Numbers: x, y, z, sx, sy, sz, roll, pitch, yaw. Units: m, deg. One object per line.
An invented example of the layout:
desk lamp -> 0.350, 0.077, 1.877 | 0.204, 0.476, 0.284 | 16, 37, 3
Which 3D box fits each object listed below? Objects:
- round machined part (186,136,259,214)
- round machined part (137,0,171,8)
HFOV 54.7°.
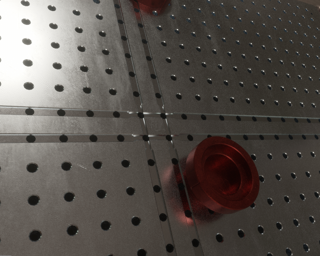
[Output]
round machined part -> 0.076, 0.063, 0.402 | 0.099, 0.042, 0.098 | 14, 56, -21
round machined part -> -0.015, -0.266, 0.553 | 0.099, 0.042, 0.098 | 14, 56, -21
